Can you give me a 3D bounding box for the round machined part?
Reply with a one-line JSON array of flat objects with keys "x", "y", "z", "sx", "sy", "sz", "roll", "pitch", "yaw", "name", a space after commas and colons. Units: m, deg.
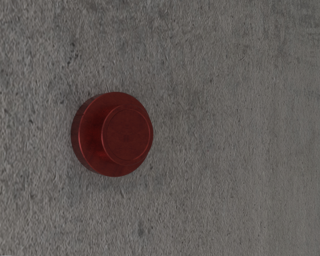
[{"x": -0.047, "y": 0.007, "z": 0.354, "sx": 0.099, "sy": 0.042, "sz": 0.097, "roll": 0, "pitch": 90, "yaw": -40, "name": "round machined part"}]
